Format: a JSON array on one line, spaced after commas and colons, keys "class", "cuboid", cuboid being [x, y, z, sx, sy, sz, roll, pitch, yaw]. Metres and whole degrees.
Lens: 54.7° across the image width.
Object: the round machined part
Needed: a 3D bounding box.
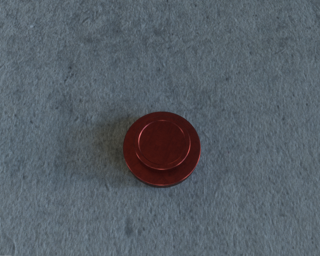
[{"class": "round machined part", "cuboid": [0.002, 0.023, 0.391, 0.099, 0.042, 0.098, 0, 70, -1]}]
